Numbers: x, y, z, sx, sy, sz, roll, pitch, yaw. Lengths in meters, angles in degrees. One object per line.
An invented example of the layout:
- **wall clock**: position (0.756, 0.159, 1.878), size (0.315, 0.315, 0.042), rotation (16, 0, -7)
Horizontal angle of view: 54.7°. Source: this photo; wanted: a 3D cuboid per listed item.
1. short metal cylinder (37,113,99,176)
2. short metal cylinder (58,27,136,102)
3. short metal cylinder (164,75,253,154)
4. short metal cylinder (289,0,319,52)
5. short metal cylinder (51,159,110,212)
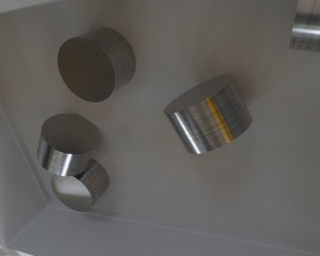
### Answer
- **short metal cylinder**: position (-0.136, 0.024, 0.457), size (0.080, 0.080, 0.050), rotation (33, 129, 6)
- **short metal cylinder**: position (-0.077, -0.078, 0.383), size (0.080, 0.050, 0.079), rotation (13, 124, 20)
- **short metal cylinder**: position (0.051, -0.016, 0.336), size (0.080, 0.080, 0.050), rotation (-20, 108, 35)
- **short metal cylinder**: position (0.136, -0.099, 0.240), size (0.050, 0.080, 0.079), rotation (13, 124, 20)
- **short metal cylinder**: position (-0.132, 0.092, 0.517), size (0.080, 0.050, 0.079), rotation (13, 124, 20)
